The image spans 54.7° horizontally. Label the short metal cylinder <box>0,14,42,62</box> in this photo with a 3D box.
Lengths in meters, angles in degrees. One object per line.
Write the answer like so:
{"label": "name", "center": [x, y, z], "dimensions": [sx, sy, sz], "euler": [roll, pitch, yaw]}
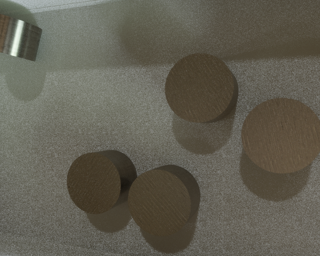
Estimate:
{"label": "short metal cylinder", "center": [-0.222, -0.134, 0.460], "dimensions": [0.080, 0.080, 0.050], "euler": [17, 96, 19]}

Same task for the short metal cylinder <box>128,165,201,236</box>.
{"label": "short metal cylinder", "center": [0.007, 0.090, 0.395], "dimensions": [0.080, 0.050, 0.080], "euler": [0, 90, 20]}

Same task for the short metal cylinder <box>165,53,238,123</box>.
{"label": "short metal cylinder", "center": [0.052, -0.046, 0.379], "dimensions": [0.080, 0.050, 0.080], "euler": [0, 90, 20]}

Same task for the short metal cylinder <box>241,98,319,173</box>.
{"label": "short metal cylinder", "center": [0.135, 0.008, 0.349], "dimensions": [0.080, 0.050, 0.080], "euler": [0, 90, 20]}

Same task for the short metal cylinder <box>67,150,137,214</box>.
{"label": "short metal cylinder", "center": [-0.078, 0.072, 0.425], "dimensions": [0.080, 0.050, 0.080], "euler": [0, 90, 20]}
